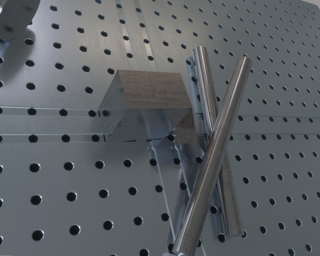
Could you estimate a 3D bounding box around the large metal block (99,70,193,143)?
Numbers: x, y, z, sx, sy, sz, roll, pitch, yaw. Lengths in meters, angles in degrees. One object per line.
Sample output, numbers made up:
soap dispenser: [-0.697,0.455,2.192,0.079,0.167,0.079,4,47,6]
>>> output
large metal block: [-0.021,-0.024,0.376,0.081,0.080,0.050,-3,63,-29]

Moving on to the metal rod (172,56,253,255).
metal rod: [0.078,0.018,0.409,0.025,0.025,0.300,29,61,-10]

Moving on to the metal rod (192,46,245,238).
metal rod: [0.078,0.001,0.449,0.025,0.025,0.299,9,58,-24]

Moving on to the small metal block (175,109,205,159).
small metal block: [0.039,0.007,0.407,0.050,0.025,0.050,52,29,-56]

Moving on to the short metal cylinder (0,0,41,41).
short metal cylinder: [-0.187,-0.151,0.365,0.050,0.080,0.080,33,51,-7]
